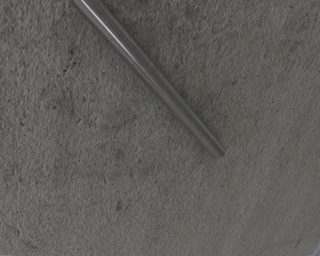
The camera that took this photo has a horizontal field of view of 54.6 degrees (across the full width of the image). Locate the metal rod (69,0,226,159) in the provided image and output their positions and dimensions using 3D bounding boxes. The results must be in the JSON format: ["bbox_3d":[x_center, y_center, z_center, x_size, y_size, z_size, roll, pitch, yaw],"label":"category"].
[{"bbox_3d":[0.008,-0.044,0.382,0.025,0.025,0.300,-44,129,2],"label":"metal rod"}]
